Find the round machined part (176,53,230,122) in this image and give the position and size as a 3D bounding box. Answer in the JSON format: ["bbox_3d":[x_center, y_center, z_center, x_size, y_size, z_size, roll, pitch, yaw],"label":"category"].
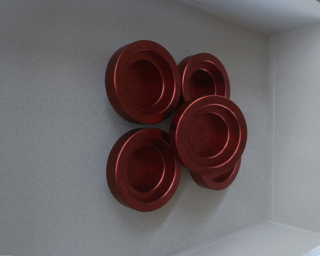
[{"bbox_3d":[0.053,-0.054,0.440,0.099,0.042,0.097,0,90,-40],"label":"round machined part"}]

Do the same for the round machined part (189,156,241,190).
[{"bbox_3d":[0.074,0.040,0.458,0.099,0.042,0.097,0,90,-40],"label":"round machined part"}]

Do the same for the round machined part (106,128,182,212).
[{"bbox_3d":[-0.023,0.048,0.376,0.099,0.042,0.097,0,90,-40],"label":"round machined part"}]

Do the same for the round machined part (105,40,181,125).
[{"bbox_3d":[-0.024,-0.053,0.375,0.099,0.042,0.097,0,90,-40],"label":"round machined part"}]

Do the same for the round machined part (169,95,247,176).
[{"bbox_3d":[0.056,0.008,0.387,0.099,0.042,0.097,-2,96,-22],"label":"round machined part"}]
